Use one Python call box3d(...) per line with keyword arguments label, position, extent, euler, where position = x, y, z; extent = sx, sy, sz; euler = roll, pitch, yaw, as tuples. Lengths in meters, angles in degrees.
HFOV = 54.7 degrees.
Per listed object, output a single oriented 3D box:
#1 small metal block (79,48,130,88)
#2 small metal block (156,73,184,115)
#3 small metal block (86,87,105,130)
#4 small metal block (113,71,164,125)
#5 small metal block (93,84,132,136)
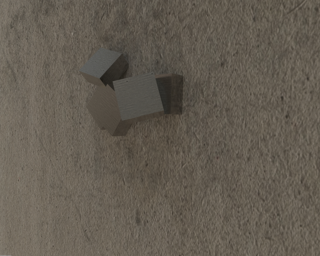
box3d(label="small metal block", position=(-0.082, -0.088, 0.457), extent=(0.050, 0.025, 0.050), euler=(24, 68, 37))
box3d(label="small metal block", position=(0.002, -0.043, 0.403), extent=(0.050, 0.025, 0.050), euler=(3, 92, 39))
box3d(label="small metal block", position=(-0.080, -0.032, 0.469), extent=(0.050, 0.025, 0.050), euler=(-52, 60, 27))
box3d(label="small metal block", position=(-0.026, -0.036, 0.377), extent=(0.050, 0.025, 0.050), euler=(-14, 78, -2))
box3d(label="small metal block", position=(-0.058, -0.024, 0.418), extent=(0.050, 0.025, 0.050), euler=(45, 117, 30))
